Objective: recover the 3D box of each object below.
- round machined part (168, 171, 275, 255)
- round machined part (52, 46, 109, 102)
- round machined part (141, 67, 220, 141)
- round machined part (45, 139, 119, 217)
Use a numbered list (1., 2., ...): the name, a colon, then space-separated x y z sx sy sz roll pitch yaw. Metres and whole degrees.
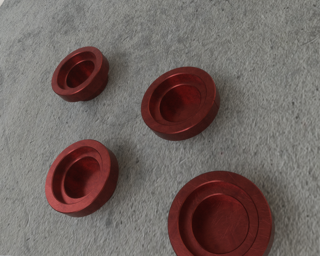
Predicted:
1. round machined part: 0.061 0.095 0.303 0.098 0.042 0.098 -13 56 21
2. round machined part: -0.125 -0.083 0.510 0.098 0.042 0.098 -13 56 21
3. round machined part: 0.029 -0.027 0.394 0.098 0.042 0.098 -13 56 21
4. round machined part: -0.095 0.067 0.402 0.098 0.042 0.098 -13 56 21
